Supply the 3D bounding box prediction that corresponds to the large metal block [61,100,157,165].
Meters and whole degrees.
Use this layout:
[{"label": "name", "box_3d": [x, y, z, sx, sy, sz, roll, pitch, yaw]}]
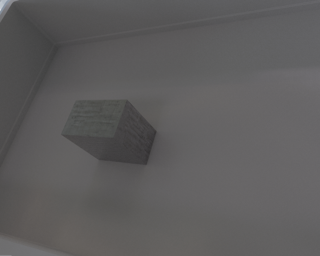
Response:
[{"label": "large metal block", "box_3d": [-0.063, 0.006, 0.401, 0.080, 0.080, 0.050, 2, 63, 29]}]
